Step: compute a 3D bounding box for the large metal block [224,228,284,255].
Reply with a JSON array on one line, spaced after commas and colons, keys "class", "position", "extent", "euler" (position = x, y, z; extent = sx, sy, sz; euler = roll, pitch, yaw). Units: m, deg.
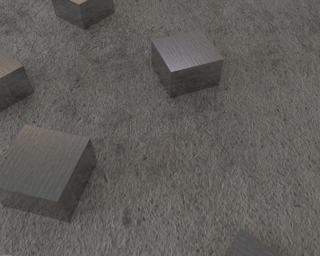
[{"class": "large metal block", "position": [0.080, 0.149, 0.262], "extent": [0.080, 0.050, 0.080], "euler": [30, 56, 23]}]

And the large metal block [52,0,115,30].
[{"class": "large metal block", "position": [-0.146, -0.239, 0.587], "extent": [0.080, 0.050, 0.080], "euler": [31, 57, 23]}]

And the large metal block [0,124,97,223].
[{"class": "large metal block", "position": [-0.127, 0.049, 0.345], "extent": [0.080, 0.050, 0.080], "euler": [11, 51, 9]}]

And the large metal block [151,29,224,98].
[{"class": "large metal block", "position": [0.039, -0.099, 0.470], "extent": [0.081, 0.050, 0.080], "euler": [-16, 52, -13]}]

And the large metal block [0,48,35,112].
[{"class": "large metal block", "position": [-0.244, -0.067, 0.442], "extent": [0.080, 0.050, 0.080], "euler": [34, 58, 25]}]
